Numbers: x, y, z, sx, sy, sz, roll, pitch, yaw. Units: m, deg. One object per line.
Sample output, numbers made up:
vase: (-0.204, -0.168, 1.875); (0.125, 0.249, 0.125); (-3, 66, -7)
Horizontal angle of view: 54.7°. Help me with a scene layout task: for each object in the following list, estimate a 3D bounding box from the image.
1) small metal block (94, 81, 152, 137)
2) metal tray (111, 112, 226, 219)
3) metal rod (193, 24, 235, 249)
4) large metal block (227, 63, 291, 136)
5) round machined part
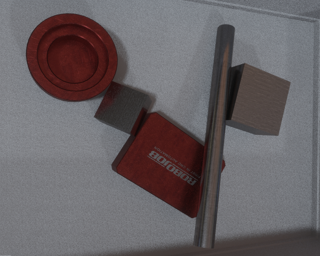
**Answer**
small metal block: (-0.045, -0.023, 0.383); (0.050, 0.025, 0.050); (23, 81, 13)
metal tray: (0.014, 0.050, 0.414); (0.130, 0.030, 0.090); (35, 79, -17)
metal rod: (0.074, 0.000, 0.412); (0.025, 0.025, 0.299); (14, 75, -20)
large metal block: (0.131, -0.038, 0.447); (0.081, 0.050, 0.080); (17, 84, -20)
round machined part: (-0.103, -0.079, 0.364); (0.099, 0.042, 0.097); (0, 90, -21)
